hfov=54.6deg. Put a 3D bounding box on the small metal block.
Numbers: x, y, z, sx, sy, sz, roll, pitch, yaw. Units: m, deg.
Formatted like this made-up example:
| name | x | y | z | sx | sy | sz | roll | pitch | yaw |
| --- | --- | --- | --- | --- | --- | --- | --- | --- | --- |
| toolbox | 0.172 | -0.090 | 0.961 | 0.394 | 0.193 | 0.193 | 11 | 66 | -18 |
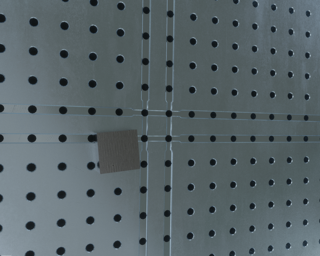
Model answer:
| name | x | y | z | sx | sy | sz | roll | pitch | yaw |
| --- | --- | --- | --- | --- | --- | --- | --- | --- | --- |
| small metal block | -0.055 | 0.029 | 0.392 | 0.050 | 0.025 | 0.050 | -5 | 92 | -20 |
